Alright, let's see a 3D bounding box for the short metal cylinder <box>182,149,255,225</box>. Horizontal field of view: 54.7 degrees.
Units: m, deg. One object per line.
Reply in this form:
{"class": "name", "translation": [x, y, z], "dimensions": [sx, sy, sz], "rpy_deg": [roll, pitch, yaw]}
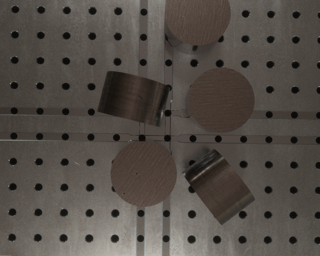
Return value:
{"class": "short metal cylinder", "translation": [0.072, 0.073, 0.387], "dimensions": [0.050, 0.080, 0.080], "rpy_deg": [-37, 90, 0]}

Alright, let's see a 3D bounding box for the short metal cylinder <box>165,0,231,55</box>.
{"class": "short metal cylinder", "translation": [0.046, -0.140, 0.401], "dimensions": [0.081, 0.050, 0.079], "rpy_deg": [0, 90, -1]}

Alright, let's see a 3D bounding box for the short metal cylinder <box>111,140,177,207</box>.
{"class": "short metal cylinder", "translation": [-0.020, 0.056, 0.401], "dimensions": [0.081, 0.050, 0.079], "rpy_deg": [0, 90, -1]}

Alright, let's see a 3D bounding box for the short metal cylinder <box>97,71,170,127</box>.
{"class": "short metal cylinder", "translation": [-0.032, -0.035, 0.386], "dimensions": [0.080, 0.080, 0.050], "rpy_deg": [14, 90, -1]}

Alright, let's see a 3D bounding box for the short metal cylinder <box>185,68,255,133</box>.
{"class": "short metal cylinder", "translation": [0.075, -0.034, 0.402], "dimensions": [0.081, 0.050, 0.079], "rpy_deg": [0, 90, -1]}
